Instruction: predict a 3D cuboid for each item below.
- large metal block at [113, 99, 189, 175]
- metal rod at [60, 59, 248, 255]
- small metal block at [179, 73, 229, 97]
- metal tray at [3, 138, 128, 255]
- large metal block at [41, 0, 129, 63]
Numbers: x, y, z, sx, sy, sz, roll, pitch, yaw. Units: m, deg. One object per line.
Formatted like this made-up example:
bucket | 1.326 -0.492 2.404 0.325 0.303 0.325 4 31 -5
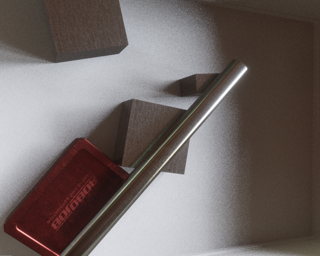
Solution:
large metal block | -0.009 0.012 0.395 0.081 0.050 0.080 10 87 -20
metal rod | 0.003 0.030 0.359 0.025 0.025 0.301 46 76 -15
small metal block | 0.060 -0.058 0.421 0.050 0.050 0.025 -5 92 -20
metal tray | -0.103 0.087 0.370 0.090 0.030 0.130 42 77 -16
large metal block | -0.090 -0.126 0.364 0.081 0.050 0.080 -14 95 -20
